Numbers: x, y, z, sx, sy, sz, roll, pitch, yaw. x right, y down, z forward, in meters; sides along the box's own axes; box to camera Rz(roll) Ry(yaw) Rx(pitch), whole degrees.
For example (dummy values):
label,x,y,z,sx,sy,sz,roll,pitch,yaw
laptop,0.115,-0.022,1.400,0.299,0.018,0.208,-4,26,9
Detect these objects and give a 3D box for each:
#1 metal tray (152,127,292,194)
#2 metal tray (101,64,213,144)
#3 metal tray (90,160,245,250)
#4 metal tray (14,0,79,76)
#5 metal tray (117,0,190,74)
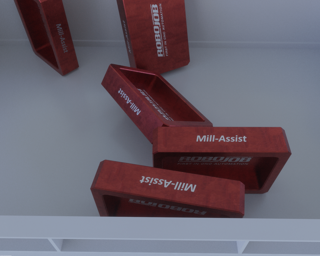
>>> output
label,x,y,z,sx,sy,sz,roll,pitch,yaw
metal tray,0.058,0.037,0.331,0.131,0.090,0.030,0,53,0
metal tray,-0.005,-0.031,0.396,0.091,0.030,0.130,0,38,-46
metal tray,0.007,0.076,0.298,0.131,0.090,0.030,8,51,7
metal tray,-0.172,-0.152,0.464,0.090,0.129,0.030,37,59,27
metal tray,-0.007,-0.146,0.457,0.091,0.129,0.030,-21,36,-17
